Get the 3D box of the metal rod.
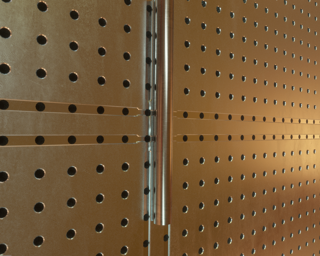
[{"bbox_3d":[0.005,-0.024,0.412,0.025,0.025,0.298,1,90,-40],"label":"metal rod"}]
